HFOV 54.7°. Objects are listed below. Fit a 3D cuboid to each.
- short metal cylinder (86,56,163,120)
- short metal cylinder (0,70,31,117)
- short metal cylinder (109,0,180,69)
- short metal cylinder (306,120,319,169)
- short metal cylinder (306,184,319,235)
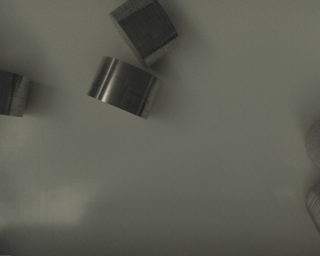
[{"bbox_3d":[-0.043,-0.048,0.383,0.080,0.080,0.050,23,90,-1],"label":"short metal cylinder"},{"bbox_3d":[-0.207,-0.046,0.381,0.080,0.080,0.050,12,90,-1],"label":"short metal cylinder"},{"bbox_3d":[-0.019,-0.121,0.384,0.050,0.080,0.080,-36,90,0],"label":"short metal cylinder"},{"bbox_3d":[0.228,0.021,0.388,0.080,0.050,0.080,-2,85,22],"label":"short metal cylinder"},{"bbox_3d":[0.233,0.108,0.386,0.081,0.050,0.079,1,118,1],"label":"short metal cylinder"}]
